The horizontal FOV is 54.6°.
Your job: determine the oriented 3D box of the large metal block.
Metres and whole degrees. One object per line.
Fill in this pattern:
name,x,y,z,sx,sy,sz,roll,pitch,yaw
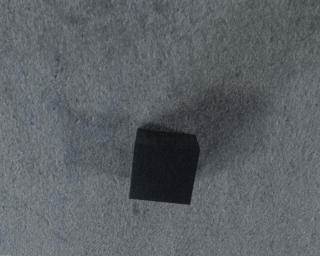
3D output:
large metal block,0.004,0.051,0.415,0.080,0.050,0.079,7,110,-3
